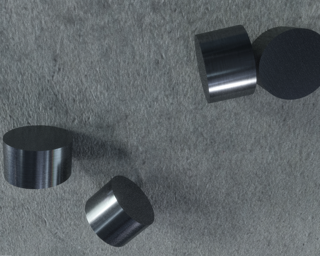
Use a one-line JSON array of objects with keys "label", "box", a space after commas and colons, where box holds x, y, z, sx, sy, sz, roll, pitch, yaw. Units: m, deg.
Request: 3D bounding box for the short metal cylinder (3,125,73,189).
[{"label": "short metal cylinder", "box": [-0.153, 0.034, 0.391, 0.081, 0.080, 0.050, 7, 110, -3]}]

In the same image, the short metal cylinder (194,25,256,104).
[{"label": "short metal cylinder", "box": [0.073, -0.072, 0.355, 0.050, 0.080, 0.079, -12, 110, 4]}]

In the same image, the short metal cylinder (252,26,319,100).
[{"label": "short metal cylinder", "box": [0.151, -0.079, 0.370, 0.081, 0.050, 0.079, 0, 110, -1]}]

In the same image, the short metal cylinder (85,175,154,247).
[{"label": "short metal cylinder", "box": [-0.054, 0.112, 0.421, 0.050, 0.080, 0.080, -42, 105, 13]}]
